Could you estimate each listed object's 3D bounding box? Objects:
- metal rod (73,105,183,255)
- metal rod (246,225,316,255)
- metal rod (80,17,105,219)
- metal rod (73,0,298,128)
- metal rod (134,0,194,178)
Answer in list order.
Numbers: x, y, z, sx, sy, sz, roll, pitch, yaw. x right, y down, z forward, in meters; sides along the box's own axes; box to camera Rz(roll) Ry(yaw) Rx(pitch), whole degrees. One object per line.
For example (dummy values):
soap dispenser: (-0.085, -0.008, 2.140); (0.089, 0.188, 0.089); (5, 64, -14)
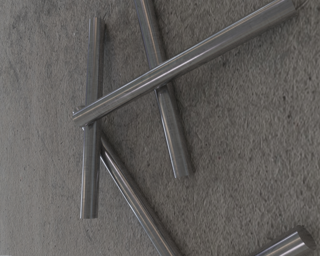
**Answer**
metal rod: (-0.051, 0.077, 0.447); (0.300, 0.025, 0.025); (52, 121, 27)
metal rod: (0.049, 0.198, 0.364); (0.299, 0.025, 0.025); (-47, 62, 29)
metal rod: (-0.099, -0.021, 0.462); (0.025, 0.025, 0.298); (-8, 77, 40)
metal rod: (0.007, -0.066, 0.369); (0.300, 0.025, 0.025); (-24, 75, 28)
metal rod: (-0.003, -0.084, 0.407); (0.025, 0.025, 0.299); (-21, 77, 38)
